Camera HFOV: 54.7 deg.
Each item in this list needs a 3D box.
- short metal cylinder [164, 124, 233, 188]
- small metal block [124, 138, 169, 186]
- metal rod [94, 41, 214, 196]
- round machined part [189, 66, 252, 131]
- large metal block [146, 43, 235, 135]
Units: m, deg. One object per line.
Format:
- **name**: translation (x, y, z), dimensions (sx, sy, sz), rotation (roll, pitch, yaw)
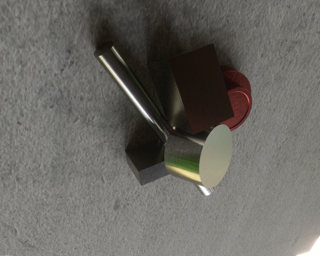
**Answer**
- **short metal cylinder**: translation (0.050, 0.030, 0.392), dimensions (0.081, 0.050, 0.079), rotation (-19, 115, -48)
- **small metal block**: translation (-0.013, 0.044, 0.414), dimensions (0.050, 0.050, 0.025), rotation (-20, 126, -18)
- **metal rod**: translation (0.010, 0.009, 0.421), dimensions (0.025, 0.025, 0.300), rotation (-39, 130, -3)
- **round machined part**: translation (0.086, -0.032, 0.426), dimensions (0.099, 0.042, 0.097), rotation (-14, 125, -21)
- **large metal block**: translation (0.032, -0.045, 0.350), dimensions (0.050, 0.080, 0.080), rotation (-23, 105, -13)
